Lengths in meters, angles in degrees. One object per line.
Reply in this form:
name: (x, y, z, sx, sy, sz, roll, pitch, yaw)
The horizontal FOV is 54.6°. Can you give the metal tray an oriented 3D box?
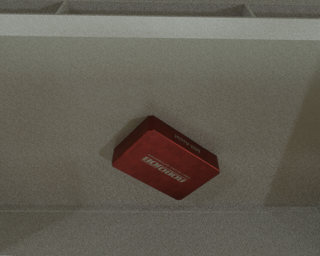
metal tray: (0.009, 0.048, 0.446, 0.130, 0.030, 0.090, 32, 123, -25)
